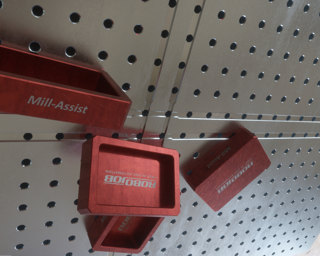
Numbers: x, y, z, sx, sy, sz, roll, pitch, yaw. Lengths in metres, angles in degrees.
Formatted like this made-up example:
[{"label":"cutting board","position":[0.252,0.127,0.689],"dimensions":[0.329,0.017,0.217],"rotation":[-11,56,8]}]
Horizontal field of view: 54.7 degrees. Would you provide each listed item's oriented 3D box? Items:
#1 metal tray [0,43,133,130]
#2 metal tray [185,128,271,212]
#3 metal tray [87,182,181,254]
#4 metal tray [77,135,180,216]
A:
[{"label":"metal tray","position":[-0.102,-0.040,0.288],"dimensions":[0.131,0.090,0.030],"rotation":[10,113,-33]},{"label":"metal tray","position":[0.117,0.072,0.519],"dimensions":[0.130,0.030,0.090],"rotation":[-41,130,0]},{"label":"metal tray","position":[-0.039,0.130,0.468],"dimensions":[0.091,0.030,0.129],"rotation":[22,106,-37]},{"label":"metal tray","position":[-0.034,0.065,0.395],"dimensions":[0.131,0.030,0.090],"rotation":[13,66,-34]}]
